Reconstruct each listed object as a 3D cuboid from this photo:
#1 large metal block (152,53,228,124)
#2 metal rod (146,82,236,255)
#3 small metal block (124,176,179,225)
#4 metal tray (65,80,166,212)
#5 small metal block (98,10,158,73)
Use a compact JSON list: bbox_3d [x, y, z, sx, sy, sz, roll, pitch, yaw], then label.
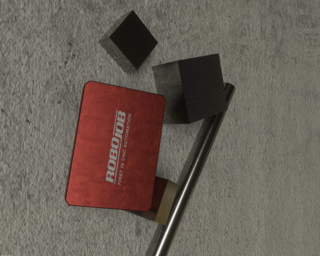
[{"bbox_3d":[0.043,-0.054,0.426,0.081,0.050,0.079,-20,103,-39],"label":"large metal block"},{"bbox_3d":[0.048,0.060,0.447,0.025,0.025,0.300,40,65,-33],"label":"metal rod"},{"bbox_3d":[-0.012,0.085,0.378,0.025,0.050,0.050,39,66,-49],"label":"small metal block"},{"bbox_3d":[-0.048,0.021,0.341,0.091,0.030,0.129,10,83,-17],"label":"metal tray"},{"bbox_3d":[-0.037,-0.104,0.375,0.050,0.025,0.050,48,62,-30],"label":"small metal block"}]
